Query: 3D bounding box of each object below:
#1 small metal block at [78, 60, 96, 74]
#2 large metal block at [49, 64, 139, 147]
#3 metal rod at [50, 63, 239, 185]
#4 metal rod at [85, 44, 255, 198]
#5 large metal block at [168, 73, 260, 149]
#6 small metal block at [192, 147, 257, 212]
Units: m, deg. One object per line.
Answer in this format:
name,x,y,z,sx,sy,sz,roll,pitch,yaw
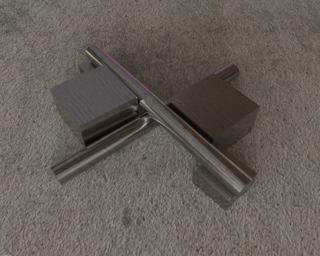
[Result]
small metal block,-0.089,-0.084,0.476,0.050,0.025,0.050,-30,56,-23
large metal block,-0.085,-0.029,0.410,0.081,0.050,0.080,-30,56,-23
metal rod,-0.003,-0.017,0.420,0.302,0.025,0.025,-32,57,-24
metal rod,-0.006,-0.026,0.393,0.025,0.025,0.300,-32,57,-24
large metal block,0.066,-0.015,0.402,0.081,0.050,0.080,-32,57,-24
small metal block,0.074,0.058,0.357,0.050,0.025,0.050,-36,59,-26
